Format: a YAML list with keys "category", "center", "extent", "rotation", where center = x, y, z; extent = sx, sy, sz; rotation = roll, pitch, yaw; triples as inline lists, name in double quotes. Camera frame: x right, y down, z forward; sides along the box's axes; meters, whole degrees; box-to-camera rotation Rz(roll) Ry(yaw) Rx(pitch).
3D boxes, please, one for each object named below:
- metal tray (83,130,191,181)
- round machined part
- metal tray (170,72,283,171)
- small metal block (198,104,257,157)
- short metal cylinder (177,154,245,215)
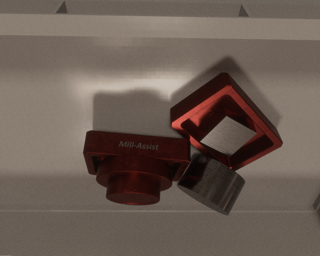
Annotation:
- category: "metal tray"
  center: [-0.031, 0.041, 0.418]
  extent: [0.131, 0.030, 0.090]
  rotation: [5, 154, -5]
- category: "round machined part"
  center: [-0.033, 0.072, 0.401]
  extent: [0.099, 0.042, 0.098]
  rotation: [2, 154, 1]
- category: "metal tray"
  center: [0.087, 0.000, 0.406]
  extent: [0.090, 0.030, 0.130]
  rotation: [-35, 123, 25]
- category: "small metal block"
  center: [0.086, 0.004, 0.397]
  extent: [0.050, 0.025, 0.050]
  rotation: [27, 125, -22]
- category: "short metal cylinder"
  center: [0.071, 0.079, 0.434]
  extent: [0.080, 0.050, 0.080]
  rotation: [30, 166, 9]
